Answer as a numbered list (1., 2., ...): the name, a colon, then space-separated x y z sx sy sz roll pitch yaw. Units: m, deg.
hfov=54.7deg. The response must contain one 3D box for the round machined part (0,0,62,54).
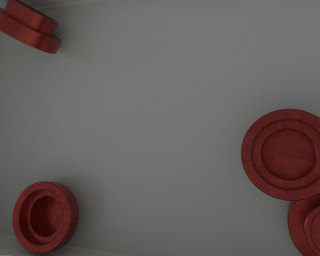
1. round machined part: -0.185 -0.147 0.437 0.098 0.098 0.042 33 101 17

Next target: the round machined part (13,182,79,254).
1. round machined part: -0.160 0.128 0.452 0.098 0.042 0.098 -4 78 18

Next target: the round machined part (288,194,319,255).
1. round machined part: 0.191 0.107 0.334 0.098 0.042 0.097 0 90 20

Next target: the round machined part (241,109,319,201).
1. round machined part: 0.144 0.029 0.348 0.098 0.042 0.097 -2 85 21
